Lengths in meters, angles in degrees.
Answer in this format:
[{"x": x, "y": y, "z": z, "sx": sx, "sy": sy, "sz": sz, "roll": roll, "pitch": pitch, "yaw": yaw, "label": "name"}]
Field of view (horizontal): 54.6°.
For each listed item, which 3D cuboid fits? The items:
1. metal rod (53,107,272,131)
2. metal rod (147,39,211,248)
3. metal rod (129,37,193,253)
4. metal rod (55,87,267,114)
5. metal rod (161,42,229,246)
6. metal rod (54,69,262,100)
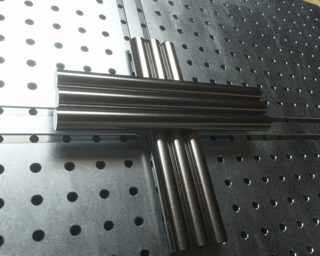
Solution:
[{"x": 0.024, "y": -0.009, "z": 0.394, "sx": 0.302, "sy": 0.025, "sz": 0.025, "roll": 0, "pitch": 62, "yaw": -28, "label": "metal rod"}, {"x": 0.016, "y": 0.002, "z": 0.415, "sx": 0.025, "sy": 0.025, "sz": 0.299, "roll": 2, "pitch": 61, "yaw": -27, "label": "metal rod"}, {"x": -0.005, "y": 0.003, "z": 0.403, "sx": 0.025, "sy": 0.025, "sz": 0.299, "roll": 2, "pitch": 61, "yaw": -27, "label": "metal rod"}, {"x": 0.022, "y": -0.031, "z": 0.406, "sx": 0.302, "sy": 0.025, "sz": 0.025, "roll": 0, "pitch": 62, "yaw": -28, "label": "metal rod"}, {"x": 0.039, "y": 0.003, "z": 0.426, "sx": 0.025, "sy": 0.025, "sz": 0.299, "roll": 2, "pitch": 61, "yaw": -27, "label": "metal rod"}, {"x": 0.017, "y": -0.053, "z": 0.417, "sx": 0.302, "sy": 0.025, "sz": 0.025, "roll": 0, "pitch": 62, "yaw": -28, "label": "metal rod"}]
